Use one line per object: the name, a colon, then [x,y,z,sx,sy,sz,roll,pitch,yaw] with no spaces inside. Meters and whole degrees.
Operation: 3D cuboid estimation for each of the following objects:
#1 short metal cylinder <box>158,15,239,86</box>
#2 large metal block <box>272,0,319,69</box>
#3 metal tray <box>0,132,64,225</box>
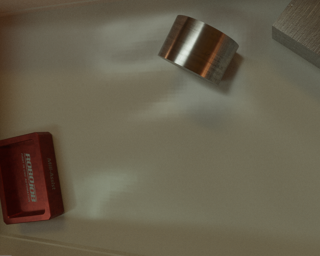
short metal cylinder: [0.044,-0.090,0.365,0.080,0.080,0.050,30,100,17]
large metal block: [0.181,-0.116,0.334,0.080,0.050,0.080,40,102,15]
metal tray: [-0.204,0.077,0.477,0.090,0.030,0.129,-12,86,19]
